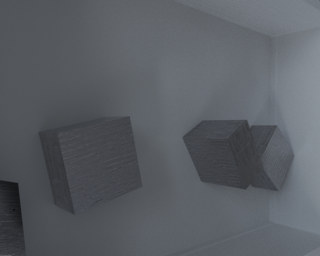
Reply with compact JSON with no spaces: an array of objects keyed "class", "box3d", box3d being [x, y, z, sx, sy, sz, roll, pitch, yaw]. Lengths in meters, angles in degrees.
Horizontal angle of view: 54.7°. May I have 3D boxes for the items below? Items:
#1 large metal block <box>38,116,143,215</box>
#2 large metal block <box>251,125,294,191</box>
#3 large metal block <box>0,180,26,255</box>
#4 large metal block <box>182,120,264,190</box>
[{"class":"large metal block","box3d":[-0.072,0.035,0.330,0.081,0.050,0.079,-16,100,-39]},{"class":"large metal block","box3d":[0.184,0.052,0.544,0.080,0.050,0.080,50,60,-28]},{"class":"large metal block","box3d":[-0.147,0.082,0.225,0.080,0.050,0.080,49,23,-69]},{"class":"large metal block","box3d":[0.090,0.036,0.446,0.050,0.080,0.080,-38,113,-34]}]
